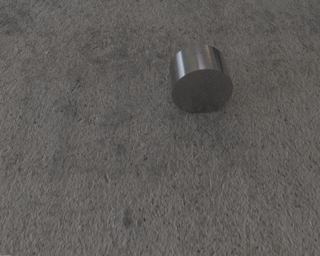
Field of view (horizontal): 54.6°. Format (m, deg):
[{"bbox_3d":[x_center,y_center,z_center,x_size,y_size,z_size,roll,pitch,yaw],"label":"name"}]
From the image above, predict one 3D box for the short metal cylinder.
[{"bbox_3d":[0.054,-0.065,0.423,0.080,0.080,0.050,-3,50,-2],"label":"short metal cylinder"}]
